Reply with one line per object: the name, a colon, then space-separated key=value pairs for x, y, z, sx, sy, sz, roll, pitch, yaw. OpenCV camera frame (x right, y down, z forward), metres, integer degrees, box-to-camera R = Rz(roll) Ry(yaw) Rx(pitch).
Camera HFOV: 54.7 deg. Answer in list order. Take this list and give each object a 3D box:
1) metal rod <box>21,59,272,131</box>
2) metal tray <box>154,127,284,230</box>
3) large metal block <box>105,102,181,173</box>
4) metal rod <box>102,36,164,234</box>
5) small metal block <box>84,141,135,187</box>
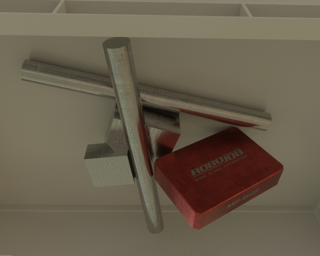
metal rod: x=-0.007 y=-0.037 z=0.377 sx=0.302 sy=0.025 sz=0.025 roll=11 pitch=129 yaw=-10
metal tray: x=0.070 y=0.054 z=0.376 sx=0.131 sy=0.090 sz=0.030 roll=-21 pitch=136 yaw=-25
large metal block: x=-0.027 y=0.011 z=0.400 sx=0.081 sy=0.050 sz=0.079 roll=14 pitch=129 yaw=-12
metal rod: x=-0.023 y=0.036 z=0.372 sx=0.025 sy=0.025 sz=0.298 roll=-5 pitch=130 yaw=4
small metal block: x=-0.060 y=0.045 z=0.379 sx=0.050 sy=0.025 sz=0.050 roll=-5 pitch=130 yaw=3
